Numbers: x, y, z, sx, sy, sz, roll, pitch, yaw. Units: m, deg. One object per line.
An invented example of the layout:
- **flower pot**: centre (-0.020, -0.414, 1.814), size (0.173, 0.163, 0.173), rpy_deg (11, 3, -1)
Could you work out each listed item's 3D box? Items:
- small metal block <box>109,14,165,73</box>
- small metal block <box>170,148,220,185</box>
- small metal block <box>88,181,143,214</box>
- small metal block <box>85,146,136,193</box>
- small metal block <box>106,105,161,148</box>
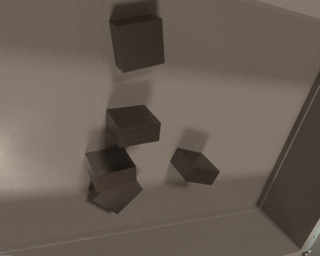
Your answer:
- **small metal block**: centre (-0.024, -0.093, 0.339), size (0.050, 0.025, 0.050), rpy_deg (-17, 126, -19)
- **small metal block**: centre (0.051, 0.057, 0.458), size (0.050, 0.050, 0.025), rpy_deg (15, 111, -35)
- **small metal block**: centre (-0.061, 0.085, 0.429), size (0.050, 0.025, 0.050), rpy_deg (-44, 130, 2)
- **small metal block**: centre (-0.063, 0.050, 0.390), size (0.050, 0.050, 0.025), rpy_deg (-12, 124, -23)
- **small metal block**: centre (-0.033, -0.004, 0.373), size (0.050, 0.050, 0.025), rpy_deg (-9, 122, -24)
